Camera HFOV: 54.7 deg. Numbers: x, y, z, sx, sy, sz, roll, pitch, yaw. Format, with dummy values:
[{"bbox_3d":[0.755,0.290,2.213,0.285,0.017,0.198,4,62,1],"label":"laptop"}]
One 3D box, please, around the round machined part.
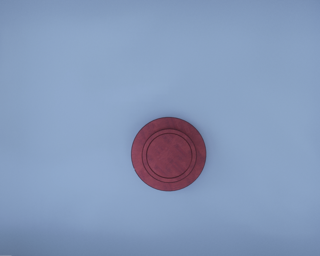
[{"bbox_3d":[0.011,0.034,0.403,0.099,0.042,0.097,0,90,-1],"label":"round machined part"}]
